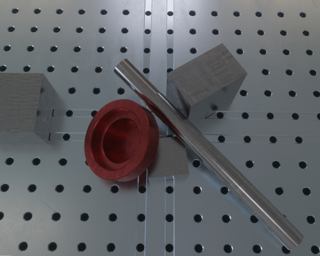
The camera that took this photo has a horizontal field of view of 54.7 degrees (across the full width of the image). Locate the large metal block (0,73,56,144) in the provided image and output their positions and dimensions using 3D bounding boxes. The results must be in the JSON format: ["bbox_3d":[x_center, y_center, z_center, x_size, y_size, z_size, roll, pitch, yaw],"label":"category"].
[{"bbox_3d":[-0.190,-0.025,0.406,0.081,0.050,0.080,1,70,0],"label":"large metal block"}]

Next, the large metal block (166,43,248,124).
[{"bbox_3d":[0.056,-0.051,0.401,0.080,0.080,0.050,-31,73,-11],"label":"large metal block"}]

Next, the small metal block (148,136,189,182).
[{"bbox_3d":[0.008,0.040,0.397,0.050,0.025,0.050,-5,70,-2],"label":"small metal block"}]

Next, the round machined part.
[{"bbox_3d":[-0.042,0.017,0.381,0.098,0.042,0.098,-10,71,30],"label":"round machined part"}]

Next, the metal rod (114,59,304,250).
[{"bbox_3d":[0.054,0.027,0.380,0.025,0.025,0.300,-43,84,-14],"label":"metal rod"}]
